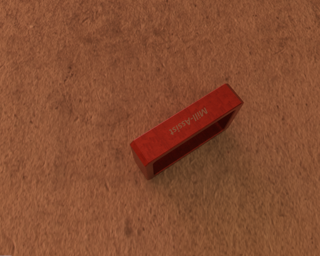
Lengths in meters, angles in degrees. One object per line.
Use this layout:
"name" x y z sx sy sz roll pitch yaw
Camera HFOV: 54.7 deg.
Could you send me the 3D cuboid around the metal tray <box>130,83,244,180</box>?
"metal tray" 0.031 0.008 0.371 0.131 0.090 0.030 -32 74 -11
